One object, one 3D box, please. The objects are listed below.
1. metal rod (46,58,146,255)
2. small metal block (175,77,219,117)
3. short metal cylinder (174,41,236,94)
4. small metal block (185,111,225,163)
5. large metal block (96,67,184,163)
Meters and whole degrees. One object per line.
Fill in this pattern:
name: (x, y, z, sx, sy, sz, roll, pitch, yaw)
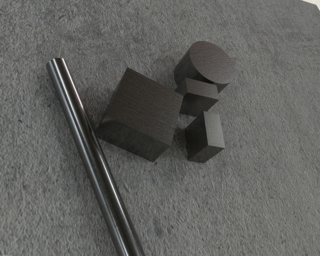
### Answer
metal rod: (-0.066, 0.050, 0.338, 0.025, 0.025, 0.299, -14, 69, -34)
small metal block: (0.047, -0.042, 0.441, 0.050, 0.050, 0.025, 10, 58, -24)
short metal cylinder: (0.068, -0.087, 0.480, 0.081, 0.050, 0.080, 14, 56, -21)
small metal block: (0.058, 0.013, 0.413, 0.025, 0.050, 0.050, 11, 57, -23)
large metal block: (-0.025, -0.016, 0.386, 0.080, 0.050, 0.080, 26, 53, -13)
